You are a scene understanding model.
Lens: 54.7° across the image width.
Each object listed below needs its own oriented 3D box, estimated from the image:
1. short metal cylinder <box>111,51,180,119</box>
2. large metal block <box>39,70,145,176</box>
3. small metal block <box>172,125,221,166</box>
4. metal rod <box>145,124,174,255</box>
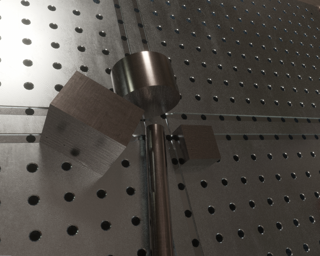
[{"bbox_3d":[-0.019,-0.052,0.396,0.081,0.080,0.050,1,62,-28],"label":"short metal cylinder"},{"bbox_3d":[-0.075,-0.002,0.334,0.080,0.080,0.050,31,52,-9],"label":"large metal block"},{"bbox_3d":[0.050,0.024,0.422,0.050,0.025,0.050,2,61,-28],"label":"small metal block"},{"bbox_3d":[0.002,0.131,0.330,0.025,0.025,0.299,10,57,-23],"label":"metal rod"}]
